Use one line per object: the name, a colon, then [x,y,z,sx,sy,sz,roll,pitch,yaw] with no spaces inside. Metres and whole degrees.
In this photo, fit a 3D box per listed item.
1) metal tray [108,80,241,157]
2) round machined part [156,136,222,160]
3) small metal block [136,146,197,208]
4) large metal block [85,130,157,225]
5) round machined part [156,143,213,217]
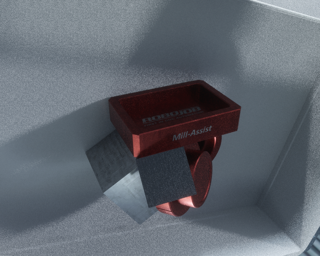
metal tray: [0.016,-0.017,0.364,0.131,0.090,0.030,-14,125,-21]
round machined part: [0.033,0.018,0.428,0.099,0.042,0.097,-14,125,-21]
small metal block: [0.006,0.050,0.322,0.050,0.025,0.050,-15,87,-5]
large metal block: [-0.040,0.060,0.388,0.050,0.080,0.080,-38,130,-3]
round machined part: [0.033,0.059,0.377,0.099,0.042,0.097,-21,114,-59]
